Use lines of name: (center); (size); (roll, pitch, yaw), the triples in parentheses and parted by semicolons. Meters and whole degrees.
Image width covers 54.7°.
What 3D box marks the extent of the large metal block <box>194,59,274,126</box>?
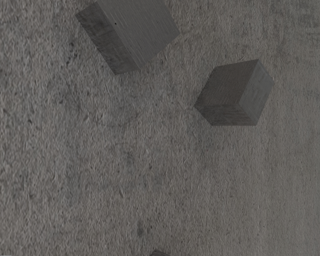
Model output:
large metal block: (0.110, -0.050, 0.461); (0.050, 0.080, 0.080); (44, 64, -32)

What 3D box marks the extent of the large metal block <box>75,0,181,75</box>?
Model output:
large metal block: (-0.034, -0.120, 0.359); (0.080, 0.050, 0.080); (-48, 118, -29)

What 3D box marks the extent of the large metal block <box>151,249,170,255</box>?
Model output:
large metal block: (0.006, 0.206, 0.374); (0.080, 0.080, 0.050); (-43, 116, -32)
